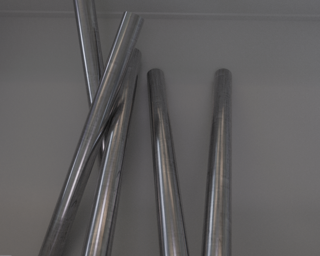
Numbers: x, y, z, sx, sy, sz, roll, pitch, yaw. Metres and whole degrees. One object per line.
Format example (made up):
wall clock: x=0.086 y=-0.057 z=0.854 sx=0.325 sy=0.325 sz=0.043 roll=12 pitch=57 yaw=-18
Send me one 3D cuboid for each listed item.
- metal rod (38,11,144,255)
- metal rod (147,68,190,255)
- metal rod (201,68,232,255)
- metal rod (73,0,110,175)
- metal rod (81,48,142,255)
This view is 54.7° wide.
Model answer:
metal rod: x=-0.079 y=0.014 z=0.354 sx=0.025 sy=0.025 sz=0.299 roll=19 pitch=90 yaw=7
metal rod: x=0.004 y=0.031 z=0.332 sx=0.025 sy=0.025 sz=0.300 roll=-4 pitch=45 yaw=-2
metal rod: x=0.065 y=0.030 z=0.333 sx=0.025 sy=0.025 sz=0.300 roll=10 pitch=45 yaw=4
metal rod: x=-0.082 y=-0.082 z=0.374 sx=0.025 sy=0.025 sz=0.298 roll=-8 pitch=95 yaw=-3
metal rod: x=-0.047 y=0.007 z=0.352 sx=0.025 sy=0.025 sz=0.300 roll=3 pitch=49 yaw=1
